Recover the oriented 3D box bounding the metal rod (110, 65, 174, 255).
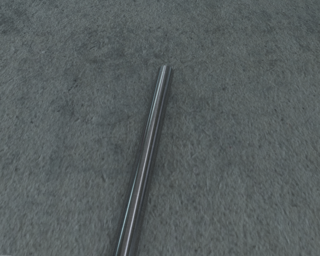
[{"bbox_3d":[-0.015,0.027,0.380,0.025,0.025,0.300,7,50,6],"label":"metal rod"}]
